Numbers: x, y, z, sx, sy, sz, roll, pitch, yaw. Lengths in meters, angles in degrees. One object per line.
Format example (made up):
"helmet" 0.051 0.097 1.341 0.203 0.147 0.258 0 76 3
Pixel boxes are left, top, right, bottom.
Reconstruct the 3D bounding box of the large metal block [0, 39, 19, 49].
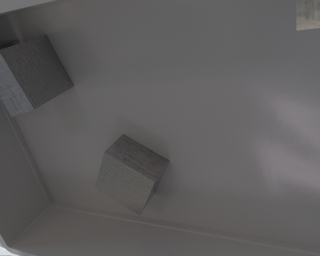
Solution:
"large metal block" -0.257 -0.092 0.452 0.080 0.080 0.050 4 120 26

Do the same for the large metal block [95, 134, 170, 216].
"large metal block" -0.042 0.069 0.458 0.080 0.050 0.079 29 128 9

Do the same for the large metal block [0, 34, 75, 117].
"large metal block" -0.178 -0.072 0.423 0.050 0.080 0.080 -12 112 33

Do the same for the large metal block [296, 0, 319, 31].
"large metal block" 0.149 -0.103 0.216 0.080 0.081 0.050 6 113 40
